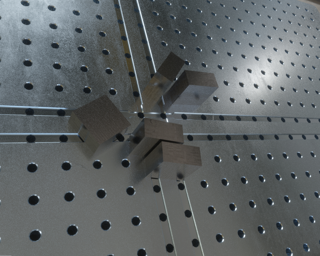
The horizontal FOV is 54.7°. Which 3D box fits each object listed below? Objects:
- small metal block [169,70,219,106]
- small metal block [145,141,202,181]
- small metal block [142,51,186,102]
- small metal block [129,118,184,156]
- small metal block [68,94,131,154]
[{"bbox_3d":[0.049,-0.058,0.456,0.050,0.050,0.025,1,62,-28],"label":"small metal block"},{"bbox_3d":[0.015,0.042,0.376,0.050,0.050,0.025,10,58,-23],"label":"small metal block"},{"bbox_3d":[0.006,-0.072,0.441,0.025,0.050,0.050,35,51,-6],"label":"small metal block"},{"bbox_3d":[-0.005,0.014,0.382,0.050,0.050,0.025,10,58,-23],"label":"small metal block"},{"bbox_3d":[-0.072,-0.006,0.374,0.050,0.025,0.050,50,51,6],"label":"small metal block"}]
